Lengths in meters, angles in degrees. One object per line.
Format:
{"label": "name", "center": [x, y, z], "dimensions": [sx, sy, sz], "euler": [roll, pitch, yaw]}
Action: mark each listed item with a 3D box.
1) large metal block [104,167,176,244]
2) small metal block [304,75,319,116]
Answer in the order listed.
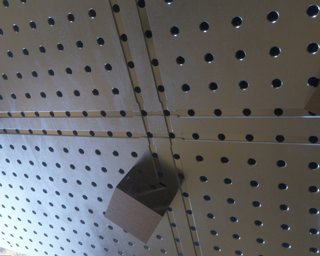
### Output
{"label": "large metal block", "center": [-0.033, 0.122, 0.488], "dimensions": [0.080, 0.050, 0.079], "euler": [31, 128, 8]}
{"label": "small metal block", "center": [0.176, -0.034, 0.298], "dimensions": [0.050, 0.025, 0.050], "euler": [25, 127, 12]}
